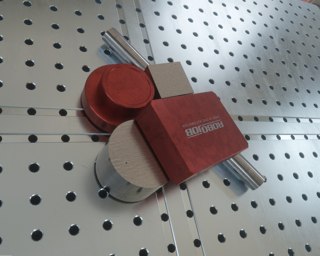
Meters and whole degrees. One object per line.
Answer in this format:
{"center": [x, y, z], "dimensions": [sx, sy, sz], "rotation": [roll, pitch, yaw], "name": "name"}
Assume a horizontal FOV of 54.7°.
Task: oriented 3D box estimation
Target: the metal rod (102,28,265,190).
{"center": [0.031, -0.029, 0.438], "dimensions": [0.300, 0.025, 0.025], "rotation": [45, 51, 3], "name": "metal rod"}

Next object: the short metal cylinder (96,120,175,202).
{"center": [-0.026, 0.037, 0.350], "dimensions": [0.081, 0.050, 0.080], "rotation": [14, 56, -21], "name": "short metal cylinder"}

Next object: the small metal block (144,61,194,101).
{"center": [0.010, -0.059, 0.415], "dimensions": [0.050, 0.025, 0.050], "rotation": [-13, 71, -28], "name": "small metal block"}

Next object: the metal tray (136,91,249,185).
{"center": [0.044, 0.005, 0.371], "dimensions": [0.131, 0.030, 0.090], "rotation": [-14, 69, -47], "name": "metal tray"}

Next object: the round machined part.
{"center": [-0.046, -0.043, 0.393], "dimensions": [0.099, 0.042, 0.098], "rotation": [13, 57, -20], "name": "round machined part"}
